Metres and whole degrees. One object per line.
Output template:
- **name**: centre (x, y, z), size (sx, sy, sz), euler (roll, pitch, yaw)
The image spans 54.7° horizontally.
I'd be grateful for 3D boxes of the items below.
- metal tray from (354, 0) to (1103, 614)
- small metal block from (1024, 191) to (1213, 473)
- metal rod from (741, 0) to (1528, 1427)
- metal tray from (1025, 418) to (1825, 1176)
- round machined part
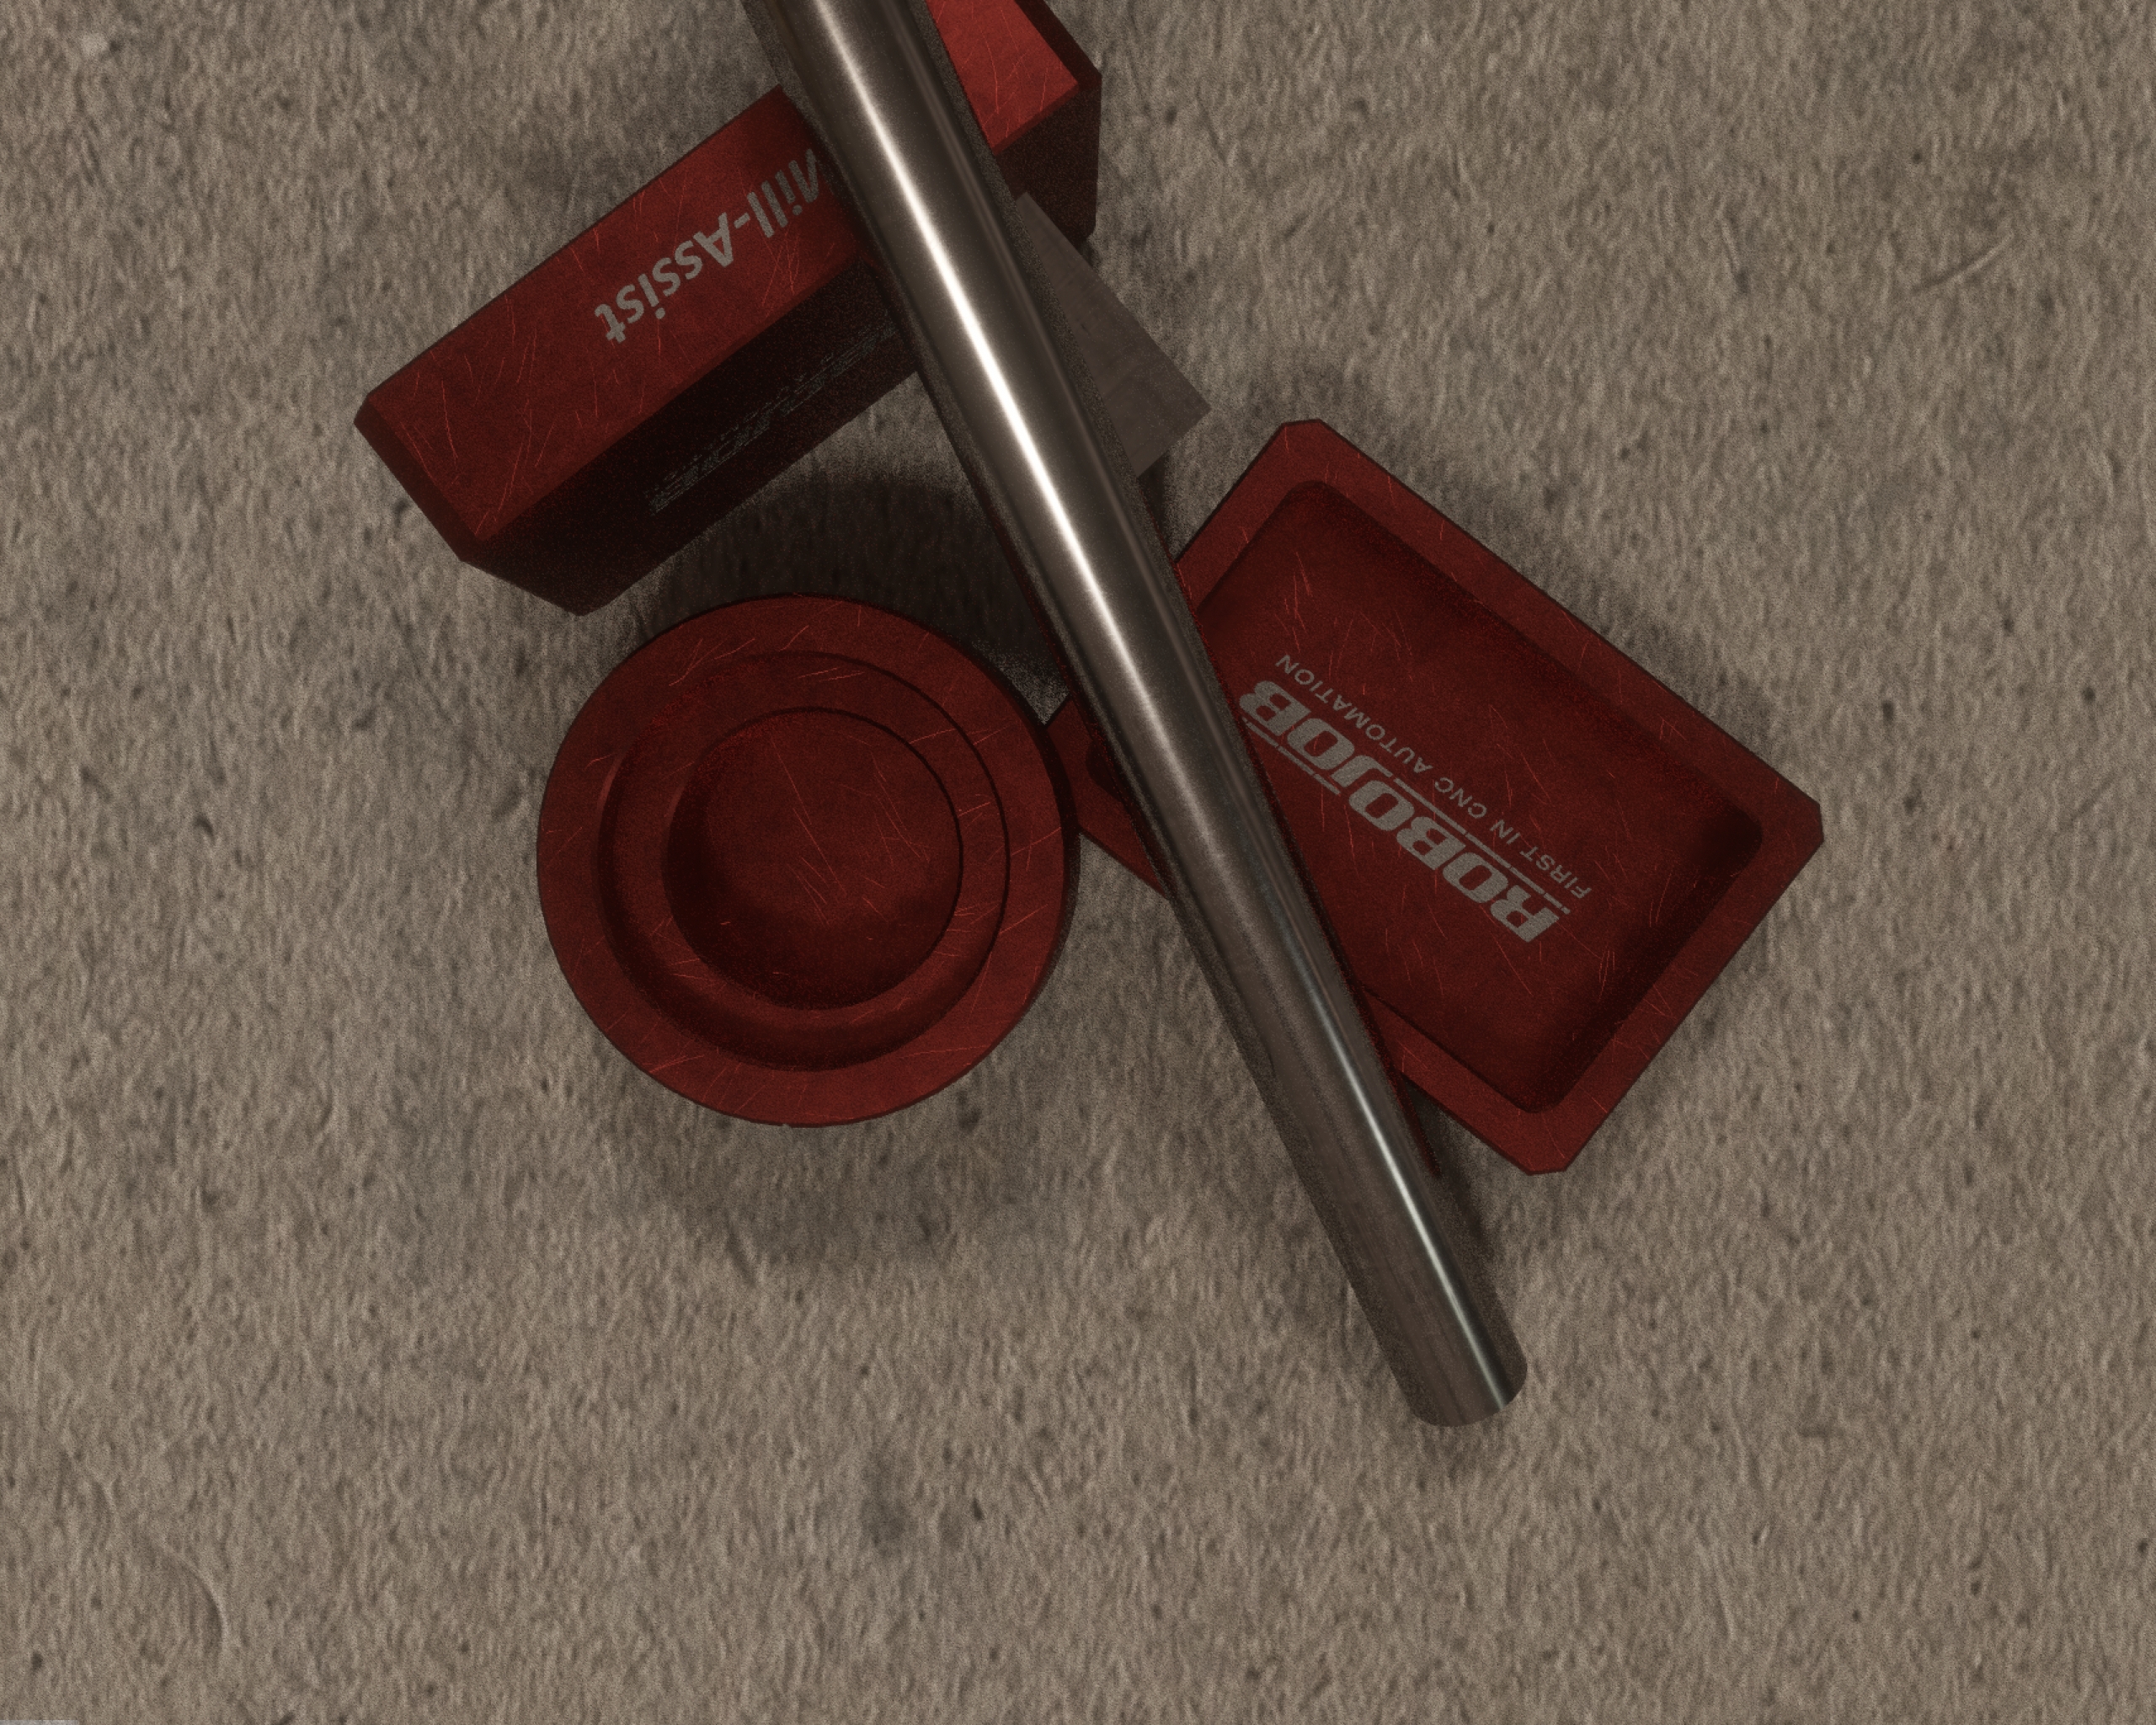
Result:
- **metal tray**: centre (-0.057, -0.099, 0.377), size (0.130, 0.090, 0.030), euler (-37, 90, 0)
- **small metal block**: centre (-0.005, -0.096, 0.394), size (0.025, 0.050, 0.050), euler (-43, 105, 2)
- **metal rod**: centre (0.016, -0.021, 0.358), size (0.025, 0.025, 0.299), euler (-26, 112, 0)
- **metal tray**: centre (0.066, -0.012, 0.409), size (0.130, 0.030, 0.090), euler (38, 90, -1)
- **round machined part**: centre (-0.048, -0.001, 0.398), size (0.099, 0.042, 0.097), euler (0, 93, 5)
